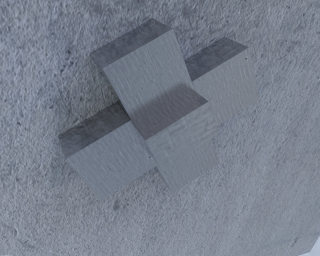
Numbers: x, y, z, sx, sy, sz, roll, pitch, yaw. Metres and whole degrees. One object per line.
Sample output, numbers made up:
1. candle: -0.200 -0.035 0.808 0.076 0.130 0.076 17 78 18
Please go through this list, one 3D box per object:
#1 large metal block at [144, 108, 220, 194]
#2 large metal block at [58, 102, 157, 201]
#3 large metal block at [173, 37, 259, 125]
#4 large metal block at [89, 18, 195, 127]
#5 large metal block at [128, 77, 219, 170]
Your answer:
1. large metal block: 0.027 0.030 0.426 0.080 0.050 0.080 -32 129 -8
2. large metal block: -0.062 0.028 0.376 0.080 0.050 0.080 -32 129 -8
3. large metal block: 0.073 -0.057 0.398 0.080 0.050 0.080 -32 129 -8
4. large metal block: -0.018 -0.061 0.345 0.080 0.050 0.080 -32 129 -8
5. large metal block: 0.010 -0.009 0.374 0.080 0.080 0.050 -32 129 -8
